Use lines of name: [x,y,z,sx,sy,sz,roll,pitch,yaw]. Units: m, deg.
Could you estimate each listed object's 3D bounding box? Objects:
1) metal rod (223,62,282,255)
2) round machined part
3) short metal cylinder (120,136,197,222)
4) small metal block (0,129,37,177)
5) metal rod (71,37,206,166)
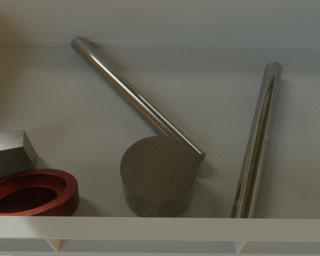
metal rod: [0.126,0.015,0.393,0.025,0.025,0.301,16,52,13]
round machined part: [-0.130,0.081,0.306,0.099,0.042,0.098,-1,18,1]
short metal cylinder: [-0.001,0.055,0.342,0.081,0.050,0.080,0,50,0]
small metal block: [-0.177,0.031,0.360,0.050,0.050,0.025,-10,51,-9]
metal rod: [-0.046,-0.052,0.447,0.025,0.025,0.300,-31,57,-23]
